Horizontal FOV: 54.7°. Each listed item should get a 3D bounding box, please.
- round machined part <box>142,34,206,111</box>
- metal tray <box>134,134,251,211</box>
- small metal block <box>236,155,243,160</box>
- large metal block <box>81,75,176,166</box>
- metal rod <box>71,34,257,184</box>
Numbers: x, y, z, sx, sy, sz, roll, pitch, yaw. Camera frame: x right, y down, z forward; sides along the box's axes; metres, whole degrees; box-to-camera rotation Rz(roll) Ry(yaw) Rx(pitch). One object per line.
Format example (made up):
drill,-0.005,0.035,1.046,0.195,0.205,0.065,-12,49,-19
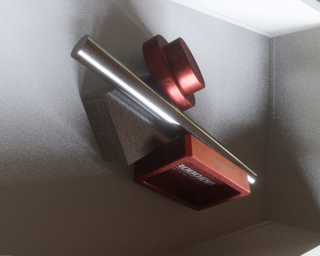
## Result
round machined part,0.022,-0.071,0.380,0.098,0.042,0.098,54,20,-30
metal tray,0.042,0.063,0.396,0.130,0.090,0.030,33,42,-36
small metal block,0.095,0.064,0.470,0.025,0.050,0.050,19,78,-39
large metal block,-0.033,-0.012,0.362,0.081,0.050,0.080,-29,108,-37
metal rod,0.028,-0.002,0.363,0.301,0.025,0.025,36,68,-35
